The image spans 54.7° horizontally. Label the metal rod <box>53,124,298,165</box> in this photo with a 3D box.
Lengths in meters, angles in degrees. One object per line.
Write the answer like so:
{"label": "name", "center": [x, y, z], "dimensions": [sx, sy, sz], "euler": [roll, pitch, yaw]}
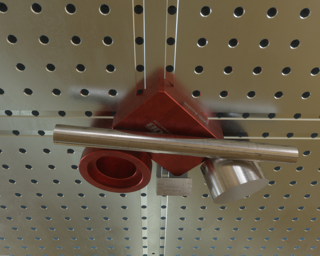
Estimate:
{"label": "metal rod", "center": [0.024, 0.021, 0.389], "dimensions": [0.302, 0.025, 0.025], "euler": [5, 130, -5]}

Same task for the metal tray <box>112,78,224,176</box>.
{"label": "metal tray", "center": [0.014, 0.005, 0.414], "dimensions": [0.090, 0.030, 0.130], "euler": [-36, 122, 26]}

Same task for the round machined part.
{"label": "round machined part", "center": [-0.060, 0.047, 0.433], "dimensions": [0.099, 0.042, 0.097], "euler": [3, 137, 3]}

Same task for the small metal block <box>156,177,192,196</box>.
{"label": "small metal block", "center": [0.020, 0.087, 0.469], "dimensions": [0.050, 0.025, 0.050], "euler": [2, 173, -3]}

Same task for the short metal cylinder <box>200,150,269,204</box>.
{"label": "short metal cylinder", "center": [0.103, 0.067, 0.434], "dimensions": [0.081, 0.050, 0.080], "euler": [-15, 151, -8]}
